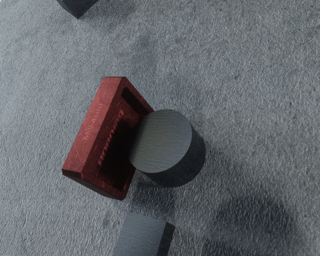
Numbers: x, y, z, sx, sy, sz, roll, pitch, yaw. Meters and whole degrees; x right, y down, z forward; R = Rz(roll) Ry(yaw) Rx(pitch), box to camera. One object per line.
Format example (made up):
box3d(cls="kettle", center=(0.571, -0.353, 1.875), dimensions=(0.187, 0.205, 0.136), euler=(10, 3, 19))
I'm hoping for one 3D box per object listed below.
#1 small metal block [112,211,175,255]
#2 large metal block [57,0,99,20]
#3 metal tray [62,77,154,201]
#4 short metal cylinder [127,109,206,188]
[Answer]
box3d(cls="small metal block", center=(-0.017, 0.123, 0.336), dimensions=(0.050, 0.025, 0.050), euler=(5, 64, 30))
box3d(cls="large metal block", center=(-0.176, -0.287, 0.654), dimensions=(0.080, 0.050, 0.080), euler=(-45, 51, -3))
box3d(cls="metal tray", center=(-0.056, 0.013, 0.381), dimensions=(0.030, 0.090, 0.130), euler=(5, 64, 30))
box3d(cls="short metal cylinder", center=(0.008, 0.024, 0.367), dimensions=(0.080, 0.050, 0.080), euler=(-13, 56, 20))
